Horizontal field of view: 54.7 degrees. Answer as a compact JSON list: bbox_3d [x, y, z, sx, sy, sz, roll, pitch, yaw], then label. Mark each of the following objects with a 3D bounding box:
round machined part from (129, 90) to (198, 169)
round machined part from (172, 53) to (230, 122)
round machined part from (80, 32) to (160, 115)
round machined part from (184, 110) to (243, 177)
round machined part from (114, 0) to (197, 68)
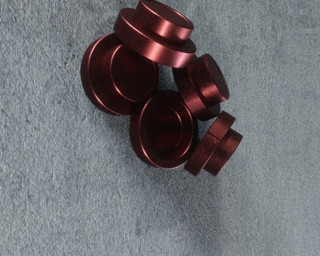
[{"bbox_3d":[0.000,0.002,0.397,0.099,0.042,0.097,0,90,-40],"label":"round machined part"},{"bbox_3d":[0.060,-0.061,0.419,0.098,0.042,0.098,44,33,-38],"label":"round machined part"},{"bbox_3d":[-0.040,-0.064,0.365,0.099,0.042,0.097,0,90,-40],"label":"round machined part"},{"bbox_3d":[0.078,0.028,0.427,0.042,0.098,0.098,34,62,9],"label":"round machined part"},{"bbox_3d":[0.000,-0.115,0.359,0.099,0.098,0.042,1,131,-40],"label":"round machined part"}]
